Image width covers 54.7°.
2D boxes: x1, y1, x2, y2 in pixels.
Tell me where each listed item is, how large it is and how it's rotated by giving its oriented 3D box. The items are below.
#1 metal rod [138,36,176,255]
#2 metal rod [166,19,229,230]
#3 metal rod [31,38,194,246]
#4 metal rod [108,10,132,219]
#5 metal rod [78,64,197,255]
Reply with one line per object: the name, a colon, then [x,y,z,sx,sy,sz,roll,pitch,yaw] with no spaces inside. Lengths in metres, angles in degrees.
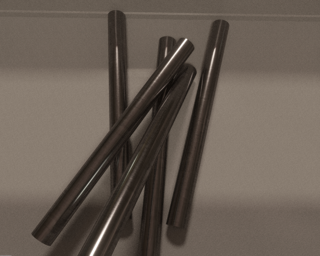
metal rod: [-0.001,0.012,0.405,0.025,0.025,0.299,5,70,1]
metal rod: [0.056,-0.019,0.417,0.025,0.025,0.299,13,70,4]
metal rod: [-0.046,0.003,0.380,0.025,0.025,0.300,32,73,10]
metal rod: [-0.056,-0.031,0.420,0.025,0.025,0.299,-4,70,-2]
metal rod: [-0.010,0.019,0.341,0.025,0.025,0.301,21,48,7]
